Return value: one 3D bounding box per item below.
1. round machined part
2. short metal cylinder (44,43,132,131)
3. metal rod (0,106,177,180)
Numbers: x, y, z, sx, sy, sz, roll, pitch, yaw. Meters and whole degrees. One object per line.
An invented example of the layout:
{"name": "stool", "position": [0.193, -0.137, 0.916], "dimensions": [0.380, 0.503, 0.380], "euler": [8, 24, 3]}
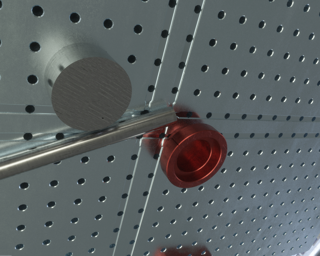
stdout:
{"name": "round machined part", "position": [0.045, 0.035, 0.449], "dimensions": [0.099, 0.042, 0.097], "euler": [-14, 125, -21]}
{"name": "short metal cylinder", "position": [-0.076, -0.044, 0.327], "dimensions": [0.081, 0.050, 0.079], "euler": [-14, 124, -21]}
{"name": "metal rod", "position": [-0.120, 0.027, 0.362], "dimensions": [0.302, 0.025, 0.025], "euler": [-18, 126, -19]}
